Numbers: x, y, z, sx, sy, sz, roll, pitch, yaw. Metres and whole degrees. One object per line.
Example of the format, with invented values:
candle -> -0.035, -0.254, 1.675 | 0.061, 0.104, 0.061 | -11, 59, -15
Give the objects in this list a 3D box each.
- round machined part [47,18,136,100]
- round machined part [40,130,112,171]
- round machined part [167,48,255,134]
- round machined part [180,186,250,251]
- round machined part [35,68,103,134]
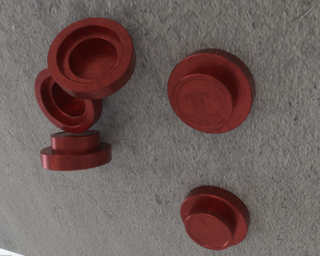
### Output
round machined part -> -0.076, -0.077, 0.365 | 0.098, 0.098, 0.042 | 23, 164, 14
round machined part -> -0.120, 0.028, 0.445 | 0.098, 0.099, 0.042 | 2, 99, 27
round machined part -> 0.053, -0.035, 0.346 | 0.098, 0.042, 0.097 | 13, 124, 21
round machined part -> 0.074, 0.133, 0.439 | 0.098, 0.042, 0.097 | 13, 124, 21
round machined part -> -0.121, -0.044, 0.432 | 0.098, 0.042, 0.097 | 13, 124, 21
